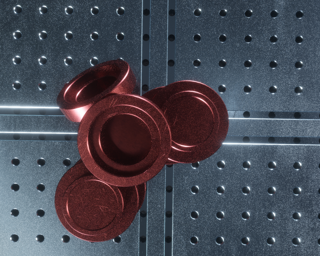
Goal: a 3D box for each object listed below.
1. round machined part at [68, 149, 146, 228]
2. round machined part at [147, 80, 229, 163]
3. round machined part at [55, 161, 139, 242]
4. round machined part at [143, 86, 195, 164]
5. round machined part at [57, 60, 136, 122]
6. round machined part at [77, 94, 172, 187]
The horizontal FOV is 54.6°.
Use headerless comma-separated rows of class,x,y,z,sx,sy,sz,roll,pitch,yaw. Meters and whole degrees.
round machined part,-0.067,0.075,0.384,0.099,0.042,0.097,0,90,0
round machined part,0.032,-0.007,0.362,0.099,0.042,0.097,0,89,0
round machined part,-0.074,0.085,0.362,0.099,0.042,0.097,0,90,0
round machined part,0.010,-0.003,0.384,0.099,0.042,0.097,0,90,0
round machined part,-0.074,-0.040,0.385,0.098,0.098,0.042,-27,125,0
round machined part,-0.036,0.011,0.341,0.098,0.042,0.097,0,98,3
